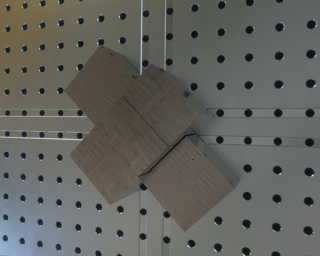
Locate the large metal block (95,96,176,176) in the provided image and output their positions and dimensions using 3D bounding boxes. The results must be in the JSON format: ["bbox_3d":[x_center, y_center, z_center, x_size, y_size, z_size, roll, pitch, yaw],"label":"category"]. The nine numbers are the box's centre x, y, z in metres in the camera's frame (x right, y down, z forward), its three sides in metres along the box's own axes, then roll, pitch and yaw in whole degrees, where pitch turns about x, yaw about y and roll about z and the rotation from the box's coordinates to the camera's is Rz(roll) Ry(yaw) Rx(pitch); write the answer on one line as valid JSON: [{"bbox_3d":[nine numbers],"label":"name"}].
[{"bbox_3d":[-0.021,0.009,0.390,0.050,0.080,0.080,-46,76,14],"label":"large metal block"}]

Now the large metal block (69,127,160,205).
[{"bbox_3d":[-0.054,0.044,0.402,0.050,0.080,0.080,-46,76,14],"label":"large metal block"}]

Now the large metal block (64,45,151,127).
[{"bbox_3d":[-0.066,-0.050,0.419,0.080,0.050,0.080,47,105,13],"label":"large metal block"}]

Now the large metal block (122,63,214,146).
[{"bbox_3d":[0.014,-0.026,0.378,0.050,0.080,0.080,-46,76,14],"label":"large metal block"}]

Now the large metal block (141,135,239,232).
[{"bbox_3d":[0.039,0.065,0.385,0.080,0.050,0.080,-46,76,15],"label":"large metal block"}]
